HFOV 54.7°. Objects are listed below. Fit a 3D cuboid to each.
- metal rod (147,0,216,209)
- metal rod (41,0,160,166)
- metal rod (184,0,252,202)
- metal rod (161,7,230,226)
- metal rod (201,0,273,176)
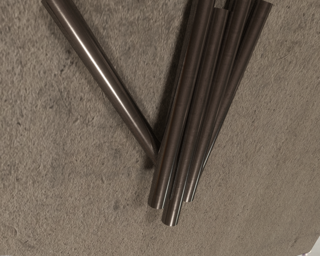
[{"bbox_3d":[0.025,-0.034,0.380,0.025,0.025,0.298,1,111,-30],"label":"metal rod"},{"bbox_3d":[-0.037,-0.021,0.374,0.025,0.025,0.299,-35,129,-5],"label":"metal rod"},{"bbox_3d":[0.069,-0.031,0.413,0.025,0.025,0.298,0,114,-29],"label":"metal rod"},{"bbox_3d":[0.041,-0.001,0.409,0.025,0.025,0.298,0,112,-29],"label":"metal rod"},{"bbox_3d":[0.084,-0.026,0.438,0.025,0.025,0.298,4,117,-31],"label":"metal rod"}]
